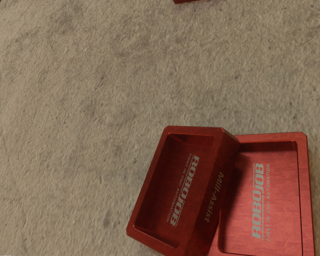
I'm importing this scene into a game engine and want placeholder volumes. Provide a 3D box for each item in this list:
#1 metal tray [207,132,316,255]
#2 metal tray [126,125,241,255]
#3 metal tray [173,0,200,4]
[{"bbox_3d":[0.099,0.069,0.305,0.090,0.030,0.130,-4,60,25],"label":"metal tray"},{"bbox_3d":[0.022,0.063,0.323,0.090,0.030,0.130,3,67,51],"label":"metal tray"},{"bbox_3d":[0.074,-0.276,0.530,0.090,0.030,0.130,3,63,29],"label":"metal tray"}]
